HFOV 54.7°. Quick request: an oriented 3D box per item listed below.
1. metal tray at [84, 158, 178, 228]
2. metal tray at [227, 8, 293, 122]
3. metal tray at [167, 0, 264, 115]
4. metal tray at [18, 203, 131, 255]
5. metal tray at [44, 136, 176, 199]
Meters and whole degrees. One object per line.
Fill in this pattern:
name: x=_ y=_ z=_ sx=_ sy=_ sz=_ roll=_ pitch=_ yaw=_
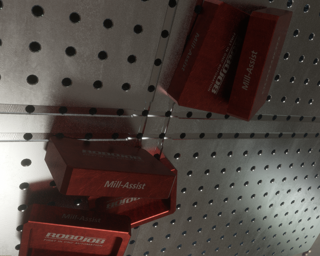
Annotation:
metal tray: x=-0.040 y=0.103 z=0.450 sx=0.131 sy=0.030 sz=0.089 roll=-14 pitch=124 yaw=-21
metal tray: x=0.128 y=-0.083 z=0.400 sx=0.091 sy=0.030 sz=0.129 roll=-35 pitch=139 yaw=-51
metal tray: x=0.074 y=-0.086 z=0.398 sx=0.091 sy=0.030 sz=0.129 roll=9 pitch=114 yaw=-33
metal tray: x=-0.112 y=0.150 z=0.410 sx=0.131 sy=0.030 sz=0.089 roll=12 pitch=119 yaw=-15
metal tray: x=-0.058 y=0.046 z=0.364 sx=0.131 sy=0.090 sz=0.030 roll=11 pitch=102 yaw=-33
